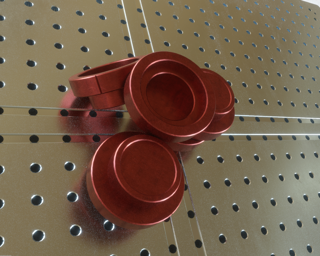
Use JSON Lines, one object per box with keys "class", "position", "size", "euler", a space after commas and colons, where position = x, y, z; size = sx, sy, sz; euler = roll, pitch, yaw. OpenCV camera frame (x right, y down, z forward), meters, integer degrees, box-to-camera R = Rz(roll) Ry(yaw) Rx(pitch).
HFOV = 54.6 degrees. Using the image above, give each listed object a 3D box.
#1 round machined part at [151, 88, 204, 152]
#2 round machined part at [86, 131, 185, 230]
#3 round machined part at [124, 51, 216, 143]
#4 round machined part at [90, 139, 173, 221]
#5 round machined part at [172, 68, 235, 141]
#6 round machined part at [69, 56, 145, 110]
{"class": "round machined part", "position": [0.027, -0.023, 0.398], "size": [0.099, 0.042, 0.098], "euler": [13, 56, -21]}
{"class": "round machined part", "position": [-0.018, 0.046, 0.305], "size": [0.099, 0.042, 0.098], "euler": [13, 56, -21]}
{"class": "round machined part", "position": [0.008, -0.030, 0.337], "size": [0.099, 0.042, 0.098], "euler": [9, 66, -22]}
{"class": "round machined part", "position": [-0.023, 0.047, 0.329], "size": [0.099, 0.042, 0.098], "euler": [13, 56, -21]}
{"class": "round machined part", "position": [0.055, -0.037, 0.393], "size": [0.099, 0.042, 0.098], "euler": [14, 55, -20]}
{"class": "round machined part", "position": [-0.055, -0.054, 0.375], "size": [0.099, 0.098, 0.042], "euler": [-31, 114, -38]}
